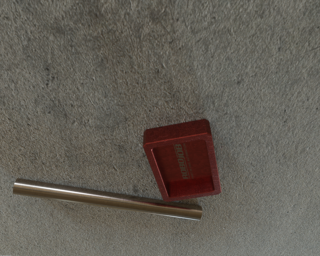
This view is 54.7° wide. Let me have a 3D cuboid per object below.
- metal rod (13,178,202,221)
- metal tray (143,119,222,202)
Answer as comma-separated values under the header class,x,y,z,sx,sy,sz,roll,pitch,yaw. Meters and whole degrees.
class,x,y,z,sx,sy,sz,roll,pitch,yaw
metal rod,-0.078,0.118,0.506,0.302,0.025,0.025,11,129,-10
metal tray,0.035,0.052,0.448,0.090,0.030,0.129,-11,130,8
